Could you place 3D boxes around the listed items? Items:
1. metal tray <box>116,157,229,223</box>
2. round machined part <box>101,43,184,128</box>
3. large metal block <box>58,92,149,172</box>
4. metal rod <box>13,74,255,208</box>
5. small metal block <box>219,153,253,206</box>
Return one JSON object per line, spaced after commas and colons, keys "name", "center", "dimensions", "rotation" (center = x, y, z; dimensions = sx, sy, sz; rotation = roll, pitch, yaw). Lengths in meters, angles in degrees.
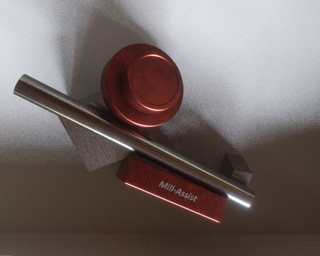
{"name": "metal tray", "center": [0.011, 0.076, 0.400], "dimensions": [0.131, 0.090, 0.030], "rotation": [25, 81, -10]}
{"name": "round machined part", "center": [-0.014, -0.050, 0.354], "dimensions": [0.099, 0.042, 0.097], "rotation": [4, 82, -28]}
{"name": "large metal block", "center": [-0.067, -0.002, 0.394], "dimensions": [0.080, 0.050, 0.080], "rotation": [-21, 109, 7]}
{"name": "metal rod", "center": [-0.020, 0.021, 0.362], "dimensions": [0.301, 0.025, 0.025], "rotation": [27, 108, -10]}
{"name": "small metal block", "center": [0.099, 0.069, 0.423], "dimensions": [0.025, 0.050, 0.050], "rotation": [14, 110, -5]}
